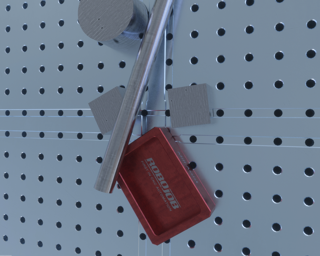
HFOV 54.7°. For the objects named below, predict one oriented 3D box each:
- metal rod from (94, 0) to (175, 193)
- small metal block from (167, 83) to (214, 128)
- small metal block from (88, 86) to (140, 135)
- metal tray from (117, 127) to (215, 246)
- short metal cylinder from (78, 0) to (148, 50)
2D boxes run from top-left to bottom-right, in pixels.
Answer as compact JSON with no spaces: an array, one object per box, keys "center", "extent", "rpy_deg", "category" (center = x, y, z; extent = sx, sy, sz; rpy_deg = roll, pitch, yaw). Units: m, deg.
[{"center":[-0.027,-0.063,0.401],"extent":[0.025,0.025,0.299],"rpy_deg":[17,88,19],"category":"metal rod"},{"center":[0.040,-0.028,0.398],"extent":[0.050,0.025,0.050],"rpy_deg":[-7,88,19],"category":"small metal block"},{"center":[-0.065,-0.023,0.434],"extent":[0.050,0.025,0.050],"rpy_deg":[-28,81,17],"category":"small metal block"},{"center":[0.000,0.074,0.409],"extent":[0.090,0.030,0.130],"rpy_deg":[-34,79,16],"category":"metal tray"},{"center":[-0.062,-0.151,0.420],"extent":[0.080,0.050,0.079],"rpy_deg":[0,90,19],"category":"short metal cylinder"}]
